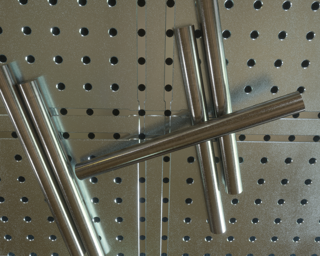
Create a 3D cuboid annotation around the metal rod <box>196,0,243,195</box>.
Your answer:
[{"bbox_3d":[0.077,-0.047,0.397,0.025,0.025,0.298,-11,110,4],"label":"metal rod"}]

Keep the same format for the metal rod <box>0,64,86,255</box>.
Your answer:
[{"bbox_3d":[-0.163,0.060,0.433,0.025,0.025,0.298,-13,110,4],"label":"metal rod"}]

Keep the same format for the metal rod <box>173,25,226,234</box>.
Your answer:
[{"bbox_3d":[0.058,0.016,0.420,0.025,0.025,0.298,-11,110,4],"label":"metal rod"}]

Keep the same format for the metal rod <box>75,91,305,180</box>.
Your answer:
[{"bbox_3d":[0.025,0.015,0.396,0.301,0.025,0.025,-19,110,15],"label":"metal rod"}]

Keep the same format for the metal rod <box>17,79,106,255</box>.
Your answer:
[{"bbox_3d":[-0.131,0.077,0.440,0.025,0.025,0.298,-13,110,4],"label":"metal rod"}]
